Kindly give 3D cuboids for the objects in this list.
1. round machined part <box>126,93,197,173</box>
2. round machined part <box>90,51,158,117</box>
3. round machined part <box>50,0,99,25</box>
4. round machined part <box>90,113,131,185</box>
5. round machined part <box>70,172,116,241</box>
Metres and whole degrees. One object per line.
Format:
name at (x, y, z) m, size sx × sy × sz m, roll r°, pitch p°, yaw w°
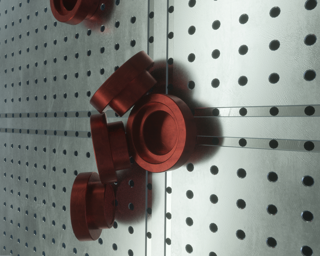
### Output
round machined part at (0.006, 0.006, 0.394) m, size 0.098 × 0.042 × 0.097 m, roll 0°, pitch 90°, yaw 40°
round machined part at (-0.042, -0.052, 0.408) m, size 0.042 × 0.098 × 0.098 m, roll 46°, pitch 123°, yaw -5°
round machined part at (-0.137, -0.220, 0.513) m, size 0.098 × 0.042 × 0.097 m, roll 0°, pitch 90°, yaw 40°
round machined part at (-0.067, 0.026, 0.433) m, size 0.098 × 0.042 × 0.098 m, roll 171°, pitch 89°, yaw -82°
round machined part at (-0.093, 0.113, 0.453) m, size 0.042 × 0.098 × 0.098 m, roll -5°, pitch 87°, yaw 4°
